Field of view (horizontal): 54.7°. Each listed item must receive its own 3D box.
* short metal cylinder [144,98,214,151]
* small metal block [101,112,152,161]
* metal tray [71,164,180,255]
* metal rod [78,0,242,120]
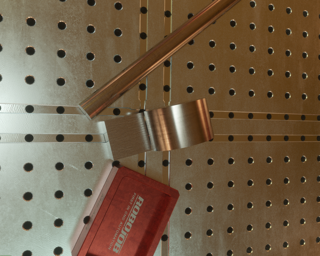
[{"bbox_3d":[0.024,-0.005,0.394,0.081,0.080,0.050,-15,95,-20],"label":"short metal cylinder"},{"bbox_3d":[-0.043,0.010,0.397,0.050,0.025,0.050,-14,95,-20],"label":"small metal block"},{"bbox_3d":[-0.042,0.122,0.395,0.090,0.030,0.130,28,81,-18],"label":"metal tray"},{"bbox_3d":[0.017,-0.114,0.419,0.301,0.025,0.025,-41,104,-16],"label":"metal rod"}]
